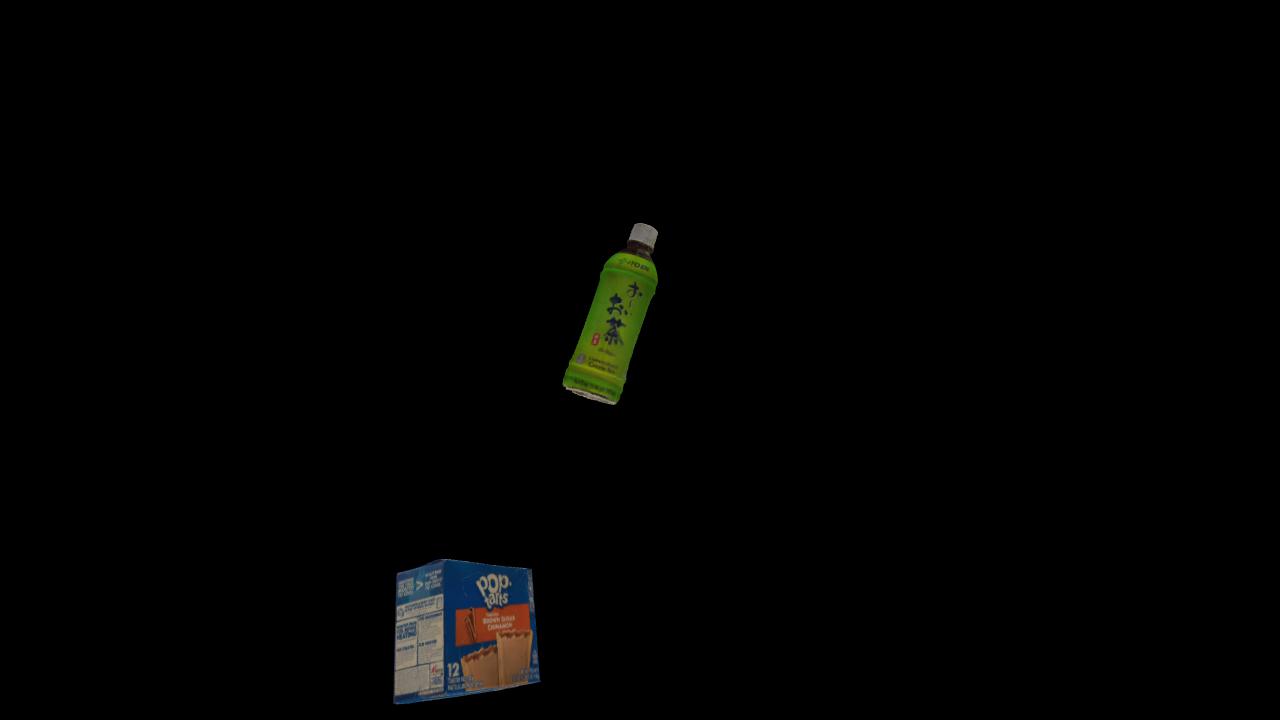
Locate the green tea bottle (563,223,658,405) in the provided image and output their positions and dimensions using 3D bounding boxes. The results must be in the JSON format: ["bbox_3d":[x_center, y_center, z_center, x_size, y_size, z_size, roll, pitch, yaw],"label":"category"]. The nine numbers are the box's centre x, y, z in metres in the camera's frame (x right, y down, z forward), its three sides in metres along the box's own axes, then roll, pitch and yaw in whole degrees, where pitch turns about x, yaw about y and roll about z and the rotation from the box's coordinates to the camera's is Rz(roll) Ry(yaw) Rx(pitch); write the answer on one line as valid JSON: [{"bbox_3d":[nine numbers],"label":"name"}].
[{"bbox_3d":[-0.026,-0.057,0.713,0.073,0.212,0.073,16,-8,2],"label":"green tea bottle"}]

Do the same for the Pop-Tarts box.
[{"bbox_3d":[-0.206,0.327,0.748,0.083,0.141,0.167,-21,-30,20],"label":"Pop-Tarts box"}]
